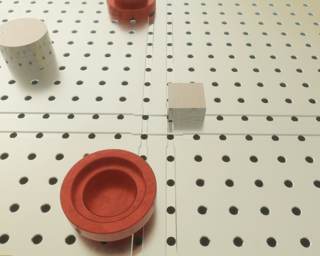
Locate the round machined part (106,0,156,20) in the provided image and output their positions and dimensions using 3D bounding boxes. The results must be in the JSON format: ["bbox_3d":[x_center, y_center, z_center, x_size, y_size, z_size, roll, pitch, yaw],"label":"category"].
[{"bbox_3d":[-0.057,-0.259,0.614,0.099,0.042,0.098,0,50,0],"label":"round machined part"}]

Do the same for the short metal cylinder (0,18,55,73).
[{"bbox_3d":[-0.218,-0.135,0.503,0.080,0.050,0.080,0,50,0],"label":"short metal cylinder"}]

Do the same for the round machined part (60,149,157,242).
[{"bbox_3d":[-0.053,0.074,0.334,0.099,0.042,0.098,0,50,0],"label":"round machined part"}]

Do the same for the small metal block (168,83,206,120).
[{"bbox_3d":[0.037,-0.038,0.440,0.050,0.025,0.050,0,50,0],"label":"small metal block"}]
